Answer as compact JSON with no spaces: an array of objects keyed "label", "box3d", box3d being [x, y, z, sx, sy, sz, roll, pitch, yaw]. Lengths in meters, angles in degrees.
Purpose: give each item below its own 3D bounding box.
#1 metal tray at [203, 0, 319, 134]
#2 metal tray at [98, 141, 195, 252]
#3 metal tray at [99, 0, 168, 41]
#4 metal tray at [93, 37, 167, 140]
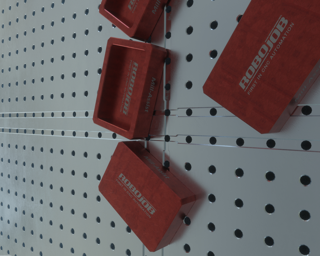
[{"label":"metal tray","box3d":[0.112,-0.070,0.313,0.090,0.030,0.129,42,115,31]},{"label":"metal tray","box3d":[-0.024,0.089,0.424,0.130,0.030,0.089,40,114,32]},{"label":"metal tray","box3d":[-0.026,-0.198,0.425,0.090,0.030,0.129,44,116,30]},{"label":"metal tray","box3d":[-0.046,-0.057,0.441,0.090,0.030,0.129,21,103,37]}]
